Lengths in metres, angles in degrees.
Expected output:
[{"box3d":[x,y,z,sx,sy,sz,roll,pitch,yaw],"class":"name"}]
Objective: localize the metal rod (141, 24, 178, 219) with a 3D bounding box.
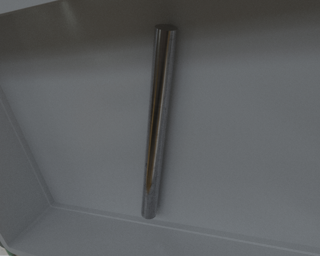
[{"box3d":[-0.006,0.014,0.418,0.025,0.025,0.298,18,126,18],"class":"metal rod"}]
